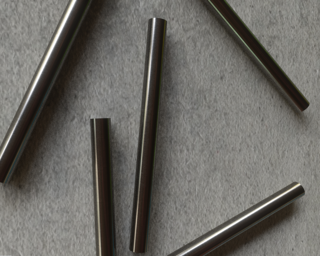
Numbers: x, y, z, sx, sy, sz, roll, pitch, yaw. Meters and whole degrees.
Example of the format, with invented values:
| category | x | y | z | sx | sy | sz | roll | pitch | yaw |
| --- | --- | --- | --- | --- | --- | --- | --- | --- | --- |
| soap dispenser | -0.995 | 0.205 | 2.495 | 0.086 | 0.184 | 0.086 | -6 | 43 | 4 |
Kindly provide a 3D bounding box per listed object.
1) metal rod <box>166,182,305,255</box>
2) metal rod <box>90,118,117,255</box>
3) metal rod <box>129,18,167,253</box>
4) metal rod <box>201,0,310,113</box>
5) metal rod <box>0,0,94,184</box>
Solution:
| category | x | y | z | sx | sy | sz | roll | pitch | yaw |
| --- | --- | --- | --- | --- | --- | --- | --- | --- | --- |
| metal rod | 0.089 | 0.152 | 0.443 | 0.302 | 0.025 | 0.025 | -23 | 98 | -19 |
| metal rod | -0.067 | 0.137 | 0.385 | 0.025 | 0.025 | 0.298 | -3 | 91 | -20 |
| metal rod | -0.015 | 0.008 | 0.404 | 0.025 | 0.025 | 0.298 | 5 | 88 | -20 |
| metal rod | 0.123 | -0.134 | 0.455 | 0.300 | 0.025 | 0.025 | 44 | 76 | -15 |
| metal rod | -0.124 | -0.081 | 0.363 | 0.025 | 0.025 | 0.299 | 24 | 82 | -19 |
